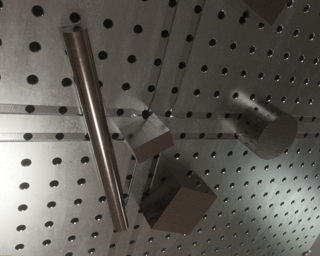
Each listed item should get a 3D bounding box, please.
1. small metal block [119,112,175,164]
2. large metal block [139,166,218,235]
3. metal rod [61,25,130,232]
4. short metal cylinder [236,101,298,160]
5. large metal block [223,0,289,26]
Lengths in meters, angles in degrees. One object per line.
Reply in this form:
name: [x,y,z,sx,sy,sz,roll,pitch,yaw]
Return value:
small metal block: [-0.017,0.011,0.394,0.050,0.050,0.025,-28,128,-11]
large metal block: [0.028,0.115,0.484,0.080,0.050,0.080,24,105,-37]
metal rod: [-0.072,0.025,0.388,0.025,0.025,0.298,-19,126,-18]
short metal cylinder: [0.169,0.004,0.493,0.081,0.050,0.079,-14,125,-21]
large metal block: [0.110,-0.175,0.349,0.080,0.050,0.080,20,108,-36]
